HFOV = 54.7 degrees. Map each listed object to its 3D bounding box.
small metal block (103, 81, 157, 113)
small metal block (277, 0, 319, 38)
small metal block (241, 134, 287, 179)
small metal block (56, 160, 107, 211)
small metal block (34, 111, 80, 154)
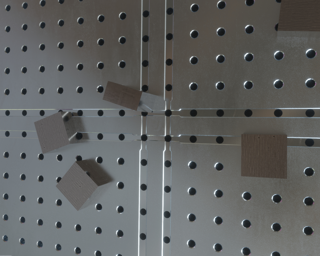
[{"bbox_3d":[-0.039,-0.041,0.412,0.050,0.050,0.025,19,97,18],"label":"small metal block"},{"bbox_3d":[0.164,-0.132,0.355,0.050,0.025,0.050,7,92,19],"label":"small metal block"},{"bbox_3d":[0.124,0.032,0.369,0.050,0.025,0.050,1,90,19],"label":"small metal block"},{"bbox_3d":[-0.114,0.083,0.452,0.050,0.025,0.050,43,103,14],"label":"small metal block"},{"bbox_3d":[-0.155,0.007,0.466,0.050,0.025,0.050,-20,84,18],"label":"small metal block"}]
